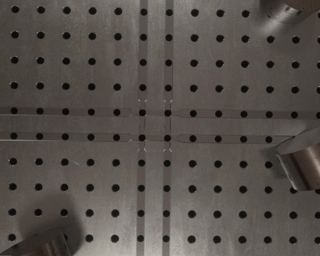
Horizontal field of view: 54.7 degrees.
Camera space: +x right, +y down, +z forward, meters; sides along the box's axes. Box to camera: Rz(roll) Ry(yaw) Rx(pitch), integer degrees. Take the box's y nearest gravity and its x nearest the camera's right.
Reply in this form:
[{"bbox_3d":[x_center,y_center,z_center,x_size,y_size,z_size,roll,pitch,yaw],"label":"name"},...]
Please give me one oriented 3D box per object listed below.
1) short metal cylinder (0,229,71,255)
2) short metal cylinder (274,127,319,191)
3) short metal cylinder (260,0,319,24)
[{"bbox_3d":[-0.153,0.167,0.384,0.080,0.080,0.050,-19,90,0],"label":"short metal cylinder"},{"bbox_3d":[0.194,0.037,0.389,0.080,0.080,0.050,-27,90,0],"label":"short metal cylinder"},{"bbox_3d":[0.178,-0.183,0.403,0.081,0.050,0.079,0,90,-1],"label":"short metal cylinder"}]
